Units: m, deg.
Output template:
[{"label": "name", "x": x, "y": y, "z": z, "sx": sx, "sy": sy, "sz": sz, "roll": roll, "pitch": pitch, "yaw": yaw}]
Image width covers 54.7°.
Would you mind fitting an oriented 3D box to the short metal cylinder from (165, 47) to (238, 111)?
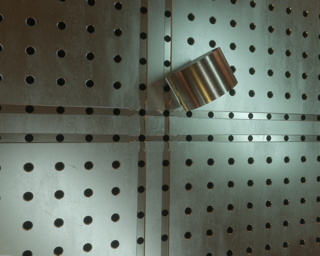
[{"label": "short metal cylinder", "x": 0.053, "y": -0.063, "z": 0.404, "sx": 0.080, "sy": 0.080, "sz": 0.050, "roll": -33, "pitch": 101, "yaw": -17}]
